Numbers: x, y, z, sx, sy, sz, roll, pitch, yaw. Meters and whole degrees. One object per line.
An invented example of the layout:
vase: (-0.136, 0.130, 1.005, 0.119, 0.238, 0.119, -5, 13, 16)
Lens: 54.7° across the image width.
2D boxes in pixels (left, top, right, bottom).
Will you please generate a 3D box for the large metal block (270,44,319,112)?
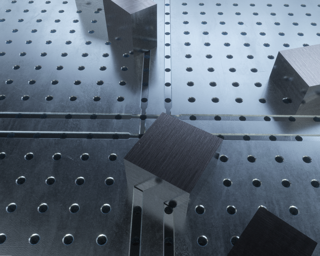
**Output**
large metal block: (0.225, -0.076, 0.459, 0.081, 0.050, 0.080, -12, 51, -10)

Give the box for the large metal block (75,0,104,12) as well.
large metal block: (-0.124, -0.281, 0.607, 0.080, 0.080, 0.050, 18, 52, 14)

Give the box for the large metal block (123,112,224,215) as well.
large metal block: (0.016, 0.039, 0.359, 0.080, 0.050, 0.080, 25, 54, 19)

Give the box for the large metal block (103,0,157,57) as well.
large metal block: (-0.050, -0.181, 0.523, 0.050, 0.080, 0.080, -32, 57, -24)

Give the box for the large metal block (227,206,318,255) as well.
large metal block: (0.080, 0.128, 0.266, 0.050, 0.080, 0.080, 33, 57, 24)
